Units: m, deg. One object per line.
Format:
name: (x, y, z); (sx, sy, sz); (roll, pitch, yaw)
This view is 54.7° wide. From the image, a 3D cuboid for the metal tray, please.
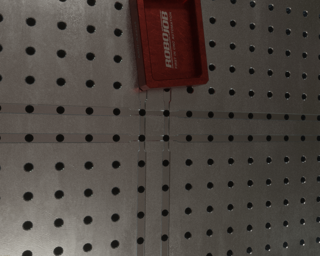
metal tray: (0.013, -0.119, 0.415); (0.091, 0.030, 0.129); (-7, 93, -20)
